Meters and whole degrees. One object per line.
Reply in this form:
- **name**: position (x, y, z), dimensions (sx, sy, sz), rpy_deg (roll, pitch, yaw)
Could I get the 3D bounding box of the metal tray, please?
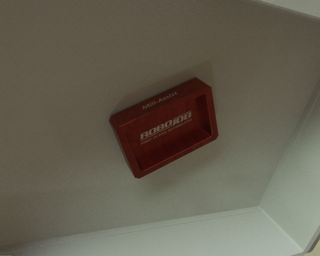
- **metal tray**: position (0.010, 0.000, 0.406), dimensions (0.131, 0.030, 0.090), rpy_deg (-26, 128, -13)
